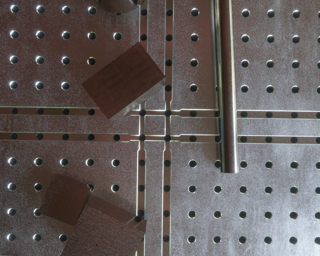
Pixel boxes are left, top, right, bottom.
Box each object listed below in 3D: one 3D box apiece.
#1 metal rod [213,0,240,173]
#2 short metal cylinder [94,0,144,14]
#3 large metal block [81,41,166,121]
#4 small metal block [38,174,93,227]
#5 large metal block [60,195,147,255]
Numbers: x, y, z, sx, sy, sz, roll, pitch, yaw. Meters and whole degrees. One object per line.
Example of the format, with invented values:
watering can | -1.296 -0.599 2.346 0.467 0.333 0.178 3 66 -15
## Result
metal rod | 0.088 -0.090 0.414 0.025 0.025 0.298 -2 90 -1
short metal cylinder | -0.056 -0.196 0.400 0.081 0.050 0.079 0 90 -1
large metal block | -0.041 -0.053 0.385 0.080 0.080 0.050 -37 90 0
small metal block | -0.124 0.095 0.412 0.050 0.025 0.050 22 90 -1
large metal block | -0.072 0.146 0.400 0.080 0.050 0.080 26 90 -1
